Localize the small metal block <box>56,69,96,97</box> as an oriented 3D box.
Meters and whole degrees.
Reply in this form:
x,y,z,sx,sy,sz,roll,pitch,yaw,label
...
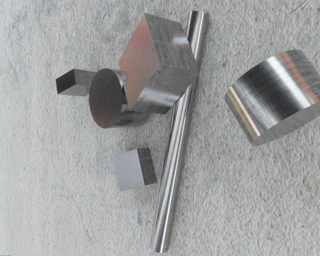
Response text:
x,y,z,sx,sy,sz,roll,pitch,yaw,label
-0.129,-0.071,0.496,0.050,0.050,0.025,-17,79,39,small metal block

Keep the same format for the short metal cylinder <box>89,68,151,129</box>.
x,y,z,sx,sy,sz,roll,pitch,yaw,label
-0.055,-0.040,0.427,0.080,0.050,0.079,4,95,47,short metal cylinder

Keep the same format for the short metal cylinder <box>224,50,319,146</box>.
x,y,z,sx,sy,sz,roll,pitch,yaw,label
0.107,-0.025,0.281,0.080,0.081,0.050,-39,66,33,short metal cylinder

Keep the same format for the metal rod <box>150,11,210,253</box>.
x,y,z,sx,sy,sz,roll,pitch,yaw,label
0.023,0.011,0.386,0.025,0.025,0.298,15,100,39,metal rod

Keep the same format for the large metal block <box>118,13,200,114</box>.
x,y,z,sx,sy,sz,roll,pitch,yaw,label
-0.005,-0.074,0.370,0.080,0.050,0.080,-50,45,44,large metal block

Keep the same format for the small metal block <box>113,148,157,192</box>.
x,y,z,sx,sy,sz,roll,pitch,yaw,label
-0.036,0.058,0.435,0.050,0.025,0.050,-21,77,38,small metal block
